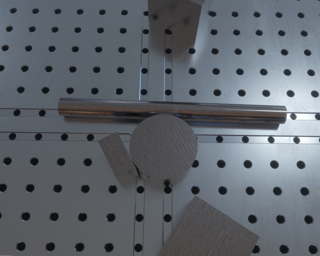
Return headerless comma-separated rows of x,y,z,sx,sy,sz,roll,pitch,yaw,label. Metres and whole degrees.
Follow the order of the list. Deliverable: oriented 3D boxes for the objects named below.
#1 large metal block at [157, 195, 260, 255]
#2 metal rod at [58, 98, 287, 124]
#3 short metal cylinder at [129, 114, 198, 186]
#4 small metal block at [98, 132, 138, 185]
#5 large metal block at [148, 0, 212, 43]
0.051,0.135,0.350,0.080,0.050,0.080,32,73,10,large metal block
0.017,-0.023,0.420,0.302,0.025,0.025,2,70,0,metal rod
0.004,0.029,0.388,0.081,0.050,0.080,0,70,0,short metal cylinder
-0.051,0.039,0.384,0.025,0.050,0.050,-27,73,-9,small metal block
0.030,-0.182,0.449,0.080,0.080,0.050,26,72,9,large metal block
